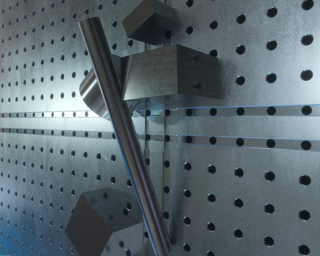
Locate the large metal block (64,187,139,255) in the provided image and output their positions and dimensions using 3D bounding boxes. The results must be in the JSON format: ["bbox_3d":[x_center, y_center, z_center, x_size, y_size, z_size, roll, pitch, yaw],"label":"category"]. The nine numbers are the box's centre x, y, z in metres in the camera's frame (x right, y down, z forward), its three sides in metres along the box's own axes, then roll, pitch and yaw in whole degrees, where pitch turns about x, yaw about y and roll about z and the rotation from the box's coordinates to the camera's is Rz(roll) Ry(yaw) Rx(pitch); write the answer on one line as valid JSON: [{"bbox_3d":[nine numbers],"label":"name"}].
[{"bbox_3d":[-0.090,0.149,0.465,0.080,0.050,0.079,41,115,32],"label":"large metal block"}]

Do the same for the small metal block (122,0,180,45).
[{"bbox_3d":[-0.012,-0.137,0.401,0.050,0.050,0.025,-31,71,35],"label":"small metal block"}]

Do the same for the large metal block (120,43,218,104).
[{"bbox_3d":[0.012,-0.058,0.362,0.080,0.081,0.050,-2,89,39],"label":"large metal block"}]

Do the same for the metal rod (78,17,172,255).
[{"bbox_3d":[-0.038,0.019,0.377,0.025,0.025,0.298,-7,105,39],"label":"metal rod"}]

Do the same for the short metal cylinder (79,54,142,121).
[{"bbox_3d":[-0.061,-0.055,0.422,0.050,0.081,0.080,-45,63,31],"label":"short metal cylinder"}]
